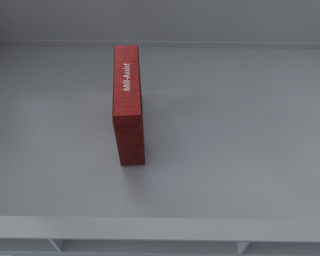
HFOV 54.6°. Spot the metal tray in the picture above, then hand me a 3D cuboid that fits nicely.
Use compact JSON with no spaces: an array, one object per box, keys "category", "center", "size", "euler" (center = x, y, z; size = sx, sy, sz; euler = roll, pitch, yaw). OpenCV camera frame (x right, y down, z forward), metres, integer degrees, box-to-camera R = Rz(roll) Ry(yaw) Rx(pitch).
[{"category":"metal tray","center":[-0.038,-0.030,0.387],"size":[0.030,0.090,0.130],"euler":[-4,50,-3]}]
